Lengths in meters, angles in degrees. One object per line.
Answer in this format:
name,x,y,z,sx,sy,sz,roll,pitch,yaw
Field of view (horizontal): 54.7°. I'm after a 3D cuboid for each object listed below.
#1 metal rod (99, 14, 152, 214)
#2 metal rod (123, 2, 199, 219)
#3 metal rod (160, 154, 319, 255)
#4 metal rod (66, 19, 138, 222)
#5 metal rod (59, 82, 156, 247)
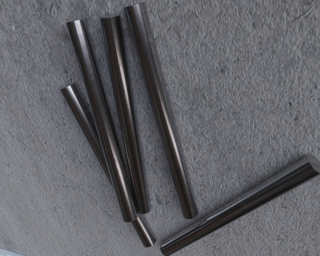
metal rod,-0.042,0.000,0.429,0.025,0.025,0.298,7,122,24
metal rod,0.008,-0.004,0.399,0.025,0.025,0.298,-1,118,29
metal rod,0.091,0.123,0.434,0.025,0.025,0.298,43,129,-1
metal rod,-0.075,0.004,0.434,0.025,0.025,0.298,0,114,28
metal rod,-0.074,0.069,0.488,0.025,0.025,0.299,-11,113,33
